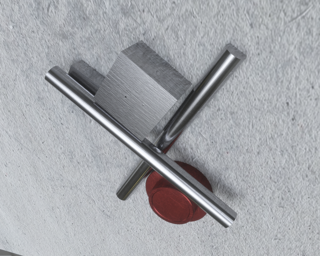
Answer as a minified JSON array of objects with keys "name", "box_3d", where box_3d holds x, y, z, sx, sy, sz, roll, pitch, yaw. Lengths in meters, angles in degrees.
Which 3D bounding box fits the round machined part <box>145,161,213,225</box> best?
[{"name":"round machined part","box_3d":[0.023,0.099,0.444,0.098,0.042,0.097,13,124,20]}]

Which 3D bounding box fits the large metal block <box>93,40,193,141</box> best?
[{"name":"large metal block","box_3d":[-0.022,-0.045,0.376,0.080,0.050,0.080,41,129,0]}]

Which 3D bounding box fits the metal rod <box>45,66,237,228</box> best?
[{"name":"metal rod","box_3d":[-0.025,0.024,0.402,0.300,0.025,0.025,39,129,1]}]

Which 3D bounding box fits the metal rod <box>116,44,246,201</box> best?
[{"name":"metal rod","box_3d":[0.009,0.014,0.413,0.025,0.025,0.298,38,129,2]}]

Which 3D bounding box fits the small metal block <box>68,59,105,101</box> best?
[{"name":"small metal block","box_3d":[-0.101,-0.057,0.426,0.050,0.025,0.050,37,129,3]}]
